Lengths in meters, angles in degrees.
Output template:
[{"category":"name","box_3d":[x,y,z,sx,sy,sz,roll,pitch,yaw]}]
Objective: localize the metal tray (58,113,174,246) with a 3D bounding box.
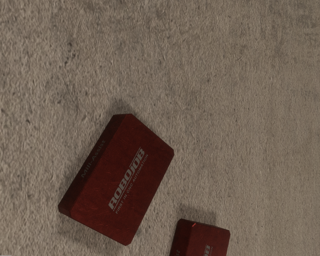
[{"category":"metal tray","box_3d":[-0.045,0.059,0.366,0.090,0.030,0.130,42,64,-32]}]

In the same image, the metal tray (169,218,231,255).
[{"category":"metal tray","box_3d":[0.052,0.205,0.448,0.090,0.030,0.130,25,74,-38]}]
